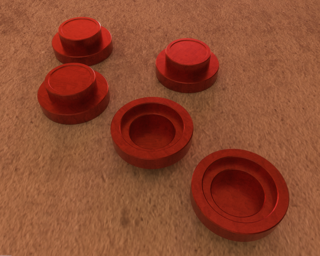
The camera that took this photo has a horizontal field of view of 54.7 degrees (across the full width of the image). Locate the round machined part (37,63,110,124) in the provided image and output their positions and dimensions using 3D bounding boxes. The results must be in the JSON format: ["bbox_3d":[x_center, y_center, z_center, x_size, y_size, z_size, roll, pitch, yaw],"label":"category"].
[{"bbox_3d":[-0.123,-0.055,0.437,0.099,0.042,0.098,0,50,0],"label":"round machined part"}]

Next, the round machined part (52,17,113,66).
[{"bbox_3d":[-0.130,-0.149,0.516,0.099,0.042,0.098,0,50,0],"label":"round machined part"}]

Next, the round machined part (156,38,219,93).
[{"bbox_3d":[0.043,-0.102,0.479,0.099,0.042,0.098,0,50,0],"label":"round machined part"}]

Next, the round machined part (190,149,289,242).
[{"bbox_3d":[0.081,0.073,0.332,0.099,0.042,0.098,0,50,0],"label":"round machined part"}]

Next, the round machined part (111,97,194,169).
[{"bbox_3d":[-0.009,0.010,0.384,0.099,0.042,0.098,0,50,0],"label":"round machined part"}]
